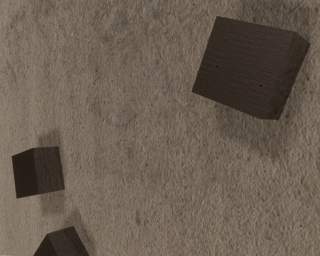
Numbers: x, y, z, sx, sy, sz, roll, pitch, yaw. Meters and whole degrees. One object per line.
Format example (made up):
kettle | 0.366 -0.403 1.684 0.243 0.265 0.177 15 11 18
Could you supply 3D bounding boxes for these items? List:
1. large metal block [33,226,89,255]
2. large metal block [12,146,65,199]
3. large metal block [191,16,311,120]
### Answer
large metal block | -0.166 0.228 0.523 0.080 0.050 0.080 50 119 28
large metal block | -0.226 0.082 0.571 0.080 0.050 0.080 -18 79 38
large metal block | 0.090 -0.060 0.314 0.080 0.050 0.079 28 107 36
